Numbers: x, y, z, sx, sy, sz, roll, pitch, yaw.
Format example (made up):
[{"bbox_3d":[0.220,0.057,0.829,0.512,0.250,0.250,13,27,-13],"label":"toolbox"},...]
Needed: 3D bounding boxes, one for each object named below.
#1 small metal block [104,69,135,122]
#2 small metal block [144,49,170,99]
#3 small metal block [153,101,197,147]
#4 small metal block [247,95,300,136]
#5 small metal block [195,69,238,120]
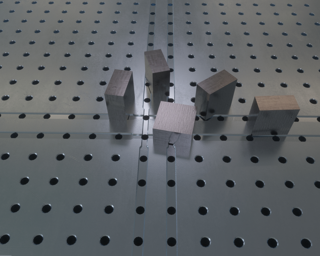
[{"bbox_3d":[-0.054,-0.045,0.429,0.025,0.050,0.050,8,51,6],"label":"small metal block"},{"bbox_3d":[-0.004,-0.080,0.459,0.025,0.050,0.050,-12,51,-9],"label":"small metal block"},{"bbox_3d":[0.021,-0.006,0.413,0.050,0.025,0.050,9,51,8],"label":"small metal block"},{"bbox_3d":[0.146,-0.016,0.406,0.050,0.050,0.025,-2,50,-2],"label":"small metal block"},{"bbox_3d":[0.076,-0.046,0.431,0.050,0.050,0.025,-30,56,-23],"label":"small metal block"}]
